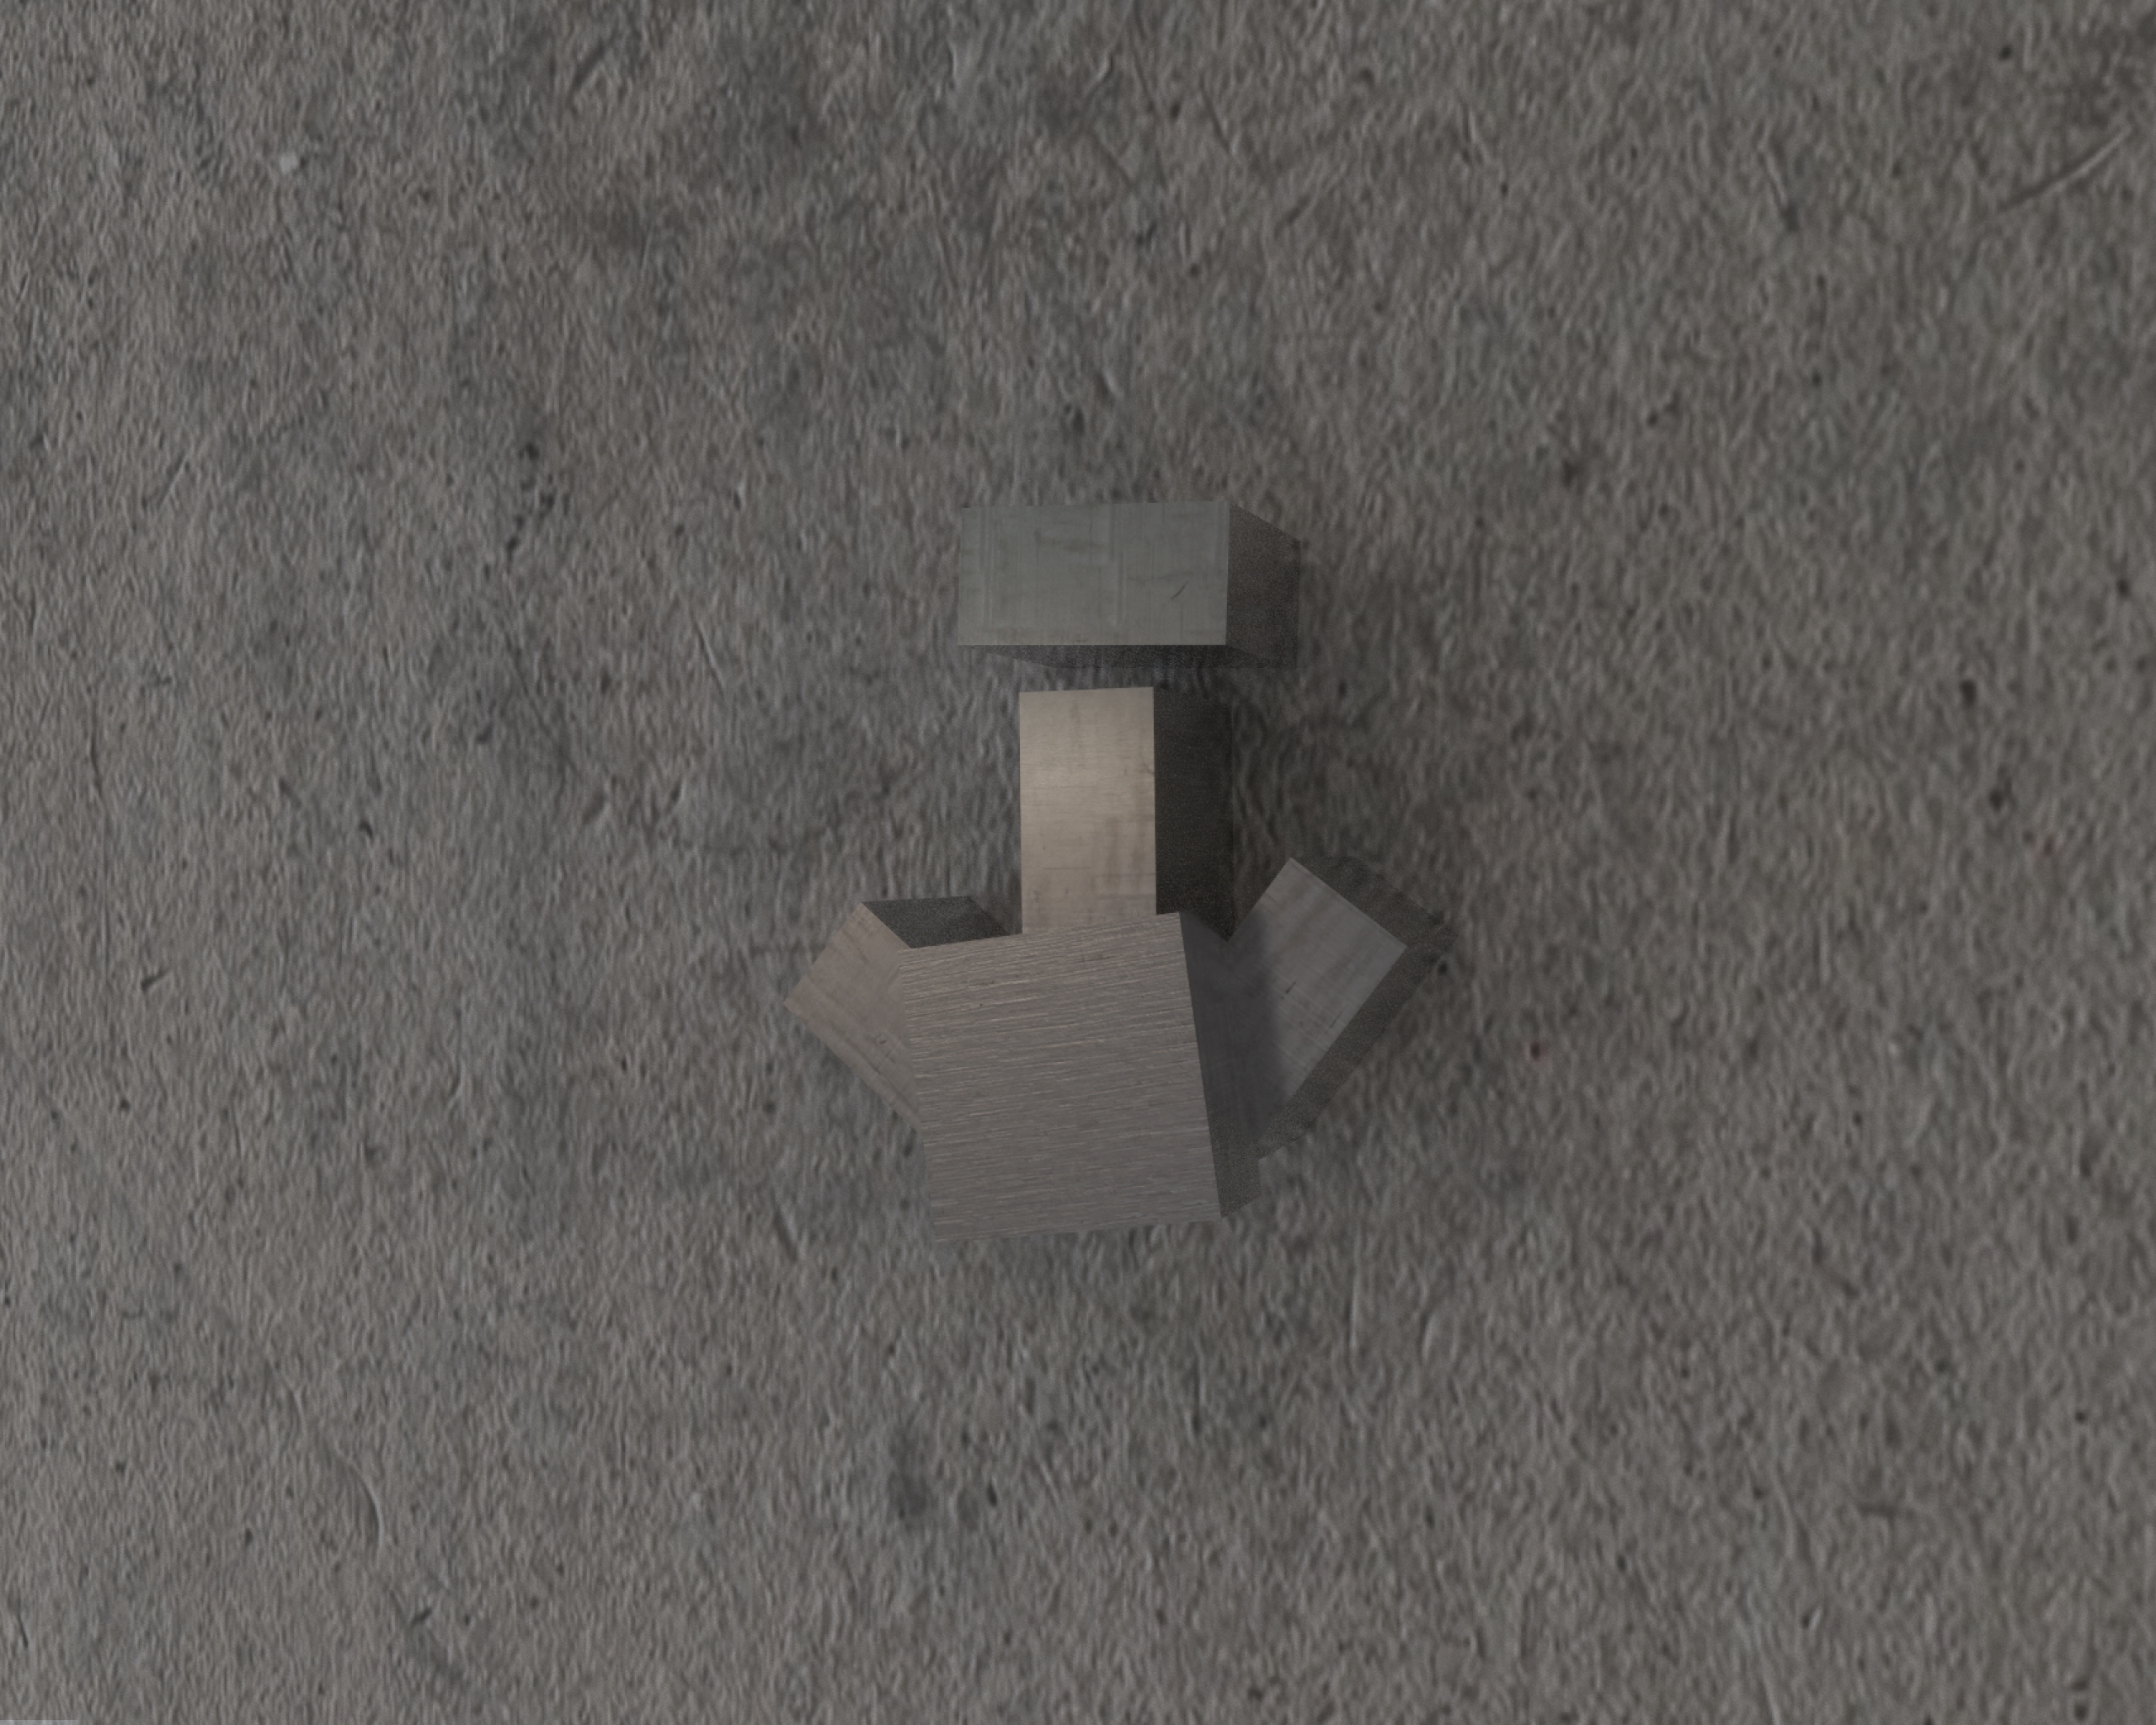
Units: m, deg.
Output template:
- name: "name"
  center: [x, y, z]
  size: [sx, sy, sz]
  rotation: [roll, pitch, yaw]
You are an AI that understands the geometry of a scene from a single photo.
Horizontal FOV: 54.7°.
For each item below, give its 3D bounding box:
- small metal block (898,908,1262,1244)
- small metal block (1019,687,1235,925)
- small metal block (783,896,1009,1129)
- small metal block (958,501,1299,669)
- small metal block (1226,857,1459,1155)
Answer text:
- name: "small metal block"
  center: [0.001, 0.036, 0.356]
  size: [0.050, 0.025, 0.050]
  rotation: [-9, 87, 19]
- name: "small metal block"
  center: [0.010, -0.006, 0.392]
  size: [0.025, 0.050, 0.050]
  rotation: [-1, 90, 20]
- name: "small metal block"
  center: [-0.021, 0.033, 0.403]
  size: [0.050, 0.050, 0.025]
  rotation: [42, 103, 15]
- name: "small metal block"
  center: [0.011, -0.051, 0.392]
  size: [0.050, 0.050, 0.025]
  rotation: [2, 91, 20]
- name: "small metal block"
  center: [0.040, 0.026, 0.381]
  size: [0.025, 0.050, 0.050]
  rotation: [39, 102, 16]
